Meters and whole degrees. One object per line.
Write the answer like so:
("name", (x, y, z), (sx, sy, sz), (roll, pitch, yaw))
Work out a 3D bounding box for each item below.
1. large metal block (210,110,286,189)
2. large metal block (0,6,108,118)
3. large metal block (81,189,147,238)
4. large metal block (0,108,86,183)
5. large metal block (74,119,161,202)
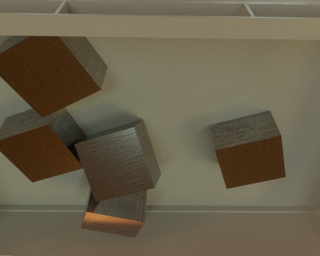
("large metal block", (0.119, 0.031, 0.420), (0.080, 0.050, 0.080), (-14, 129, 11))
("large metal block", (-0.116, -0.068, 0.333), (0.080, 0.050, 0.080), (-23, 127, 18))
("large metal block", (-0.066, 0.108, 0.462), (0.081, 0.080, 0.050), (15, 134, -12))
("large metal block", (-0.151, 0.019, 0.407), (0.080, 0.050, 0.080), (-17, 128, 13))
("large metal block", (-0.052, 0.042, 0.406), (0.080, 0.050, 0.080), (-16, 99, 12))
